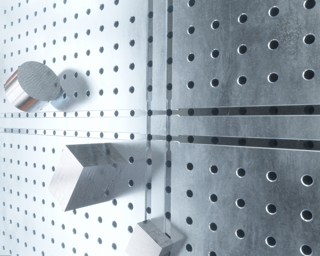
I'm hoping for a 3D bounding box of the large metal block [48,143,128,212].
[{"bbox_3d":[-0.107,0.070,0.462,0.050,0.081,0.079,41,115,32],"label":"large metal block"}]

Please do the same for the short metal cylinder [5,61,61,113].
[{"bbox_3d":[-0.231,-0.074,0.564,0.050,0.081,0.080,-28,73,37],"label":"short metal cylinder"}]

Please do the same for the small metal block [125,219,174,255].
[{"bbox_3d":[-0.015,0.163,0.422,0.050,0.025,0.050,34,111,34],"label":"small metal block"}]
